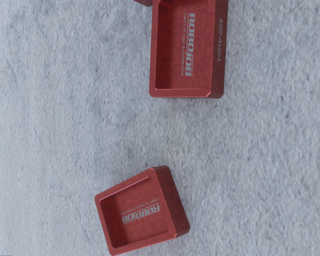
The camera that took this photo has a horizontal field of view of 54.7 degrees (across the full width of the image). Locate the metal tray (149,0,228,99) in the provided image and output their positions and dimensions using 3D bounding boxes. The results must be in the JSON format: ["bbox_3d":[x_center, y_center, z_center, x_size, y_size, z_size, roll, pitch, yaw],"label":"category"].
[{"bbox_3d":[0.032,-0.101,0.373,0.090,0.030,0.129,4,93,39],"label":"metal tray"}]

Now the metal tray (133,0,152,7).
[{"bbox_3d":[0.021,-0.213,0.382,0.130,0.030,0.089,1,90,39],"label":"metal tray"}]

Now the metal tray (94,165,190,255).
[{"bbox_3d":[-0.030,0.115,0.423,0.130,0.030,0.090,-31,71,35],"label":"metal tray"}]
